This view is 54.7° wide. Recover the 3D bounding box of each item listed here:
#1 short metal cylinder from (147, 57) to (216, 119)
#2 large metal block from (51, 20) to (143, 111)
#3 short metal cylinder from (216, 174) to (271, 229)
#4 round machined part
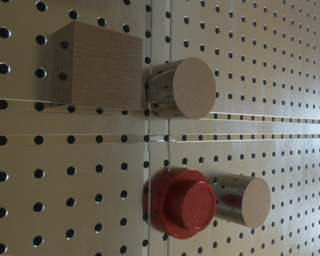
[{"bbox_3d":[0.030,-0.051,0.418,0.081,0.050,0.080,0,90,-40],"label":"short metal cylinder"},{"bbox_3d":[-0.067,-0.061,0.336,0.081,0.050,0.080,2,89,-40],"label":"large metal block"},{"bbox_3d":[0.137,0.118,0.508,0.081,0.050,0.080,0,90,-40],"label":"short metal cylinder"},{"bbox_3d":[0.040,0.106,0.432,0.099,0.042,0.097,0,90,-40],"label":"round machined part"}]
